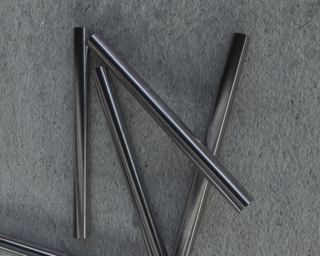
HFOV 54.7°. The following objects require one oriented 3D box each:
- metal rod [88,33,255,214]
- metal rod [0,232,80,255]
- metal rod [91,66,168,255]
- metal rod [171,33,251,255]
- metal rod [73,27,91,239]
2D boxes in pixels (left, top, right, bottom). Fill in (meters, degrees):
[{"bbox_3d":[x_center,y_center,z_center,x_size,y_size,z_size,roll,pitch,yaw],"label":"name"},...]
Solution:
[{"bbox_3d":[0.001,-0.020,0.390,0.025,0.025,0.300,-47,69,14],"label":"metal rod"},{"bbox_3d":[-0.152,0.196,0.462,0.301,0.025,0.025,8,93,19],"label":"metal rod"},{"bbox_3d":[-0.039,0.059,0.422,0.025,0.025,0.299,-21,83,19],"label":"metal rod"},{"bbox_3d":[0.061,0.033,0.387,0.025,0.025,0.298,16,95,19],"label":"metal rod"},{"bbox_3d":[-0.113,0.007,0.448,0.025,0.025,0.298,0,90,20],"label":"metal rod"}]
